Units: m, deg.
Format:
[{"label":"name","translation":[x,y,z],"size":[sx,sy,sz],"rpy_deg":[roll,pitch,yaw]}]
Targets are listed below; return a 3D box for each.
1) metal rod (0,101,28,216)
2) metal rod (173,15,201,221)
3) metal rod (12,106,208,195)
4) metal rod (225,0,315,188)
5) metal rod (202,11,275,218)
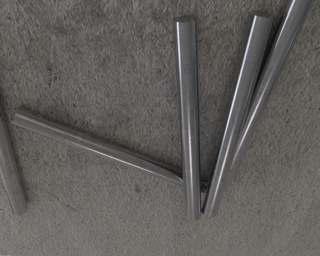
[{"label":"metal rod","translation":[-0.218,0.024,0.424],"size":[0.025,0.025,0.298],"rpy_deg":[5,130,-4]},{"label":"metal rod","translation":[0.039,0.012,0.397],"size":[0.025,0.025,0.298],"rpy_deg":[-4,124,3]},{"label":"metal rod","translation":[-0.051,0.040,0.440],"size":[0.302,0.025,0.025],"rpy_deg":[23,126,-19]},{"label":"metal rod","translation":[0.118,-0.030,0.382],"size":[0.025,0.025,0.298],"rpy_deg":[6,130,-6]},{"label":"metal rod","translation":[0.090,0.007,0.396],"size":[0.025,0.025,0.298],"rpy_deg":[4,125,-4]}]
